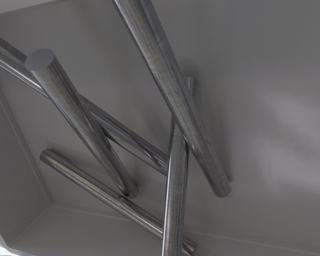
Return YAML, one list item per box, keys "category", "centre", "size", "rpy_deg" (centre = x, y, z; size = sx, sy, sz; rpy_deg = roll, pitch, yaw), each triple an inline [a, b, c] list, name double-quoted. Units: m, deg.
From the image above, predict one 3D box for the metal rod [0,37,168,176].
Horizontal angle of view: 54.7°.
- category: "metal rod"
  centre: [-0.081, -0.016, 0.368]
  size: [0.301, 0.025, 0.025]
  rpy_deg: [37, 134, -28]

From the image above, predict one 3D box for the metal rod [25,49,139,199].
- category: "metal rod"
  centre: [-0.072, 0.024, 0.376]
  size: [0.025, 0.025, 0.299]
  rpy_deg: [15, 152, 20]

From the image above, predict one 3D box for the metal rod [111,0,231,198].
- category: "metal rod"
  centre: [0.029, -0.008, 0.312]
  size: [0.025, 0.025, 0.299]
  rpy_deg: [1, 143, 28]

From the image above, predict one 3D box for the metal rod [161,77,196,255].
- category: "metal rod"
  centre: [0.018, 0.089, 0.373]
  size: [0.025, 0.025, 0.298]
  rpy_deg: [6, 96, 25]

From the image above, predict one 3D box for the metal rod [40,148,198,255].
- category: "metal rod"
  centre: [-0.077, 0.111, 0.490]
  size: [0.300, 0.025, 0.025]
  rpy_deg: [27, 128, 21]
